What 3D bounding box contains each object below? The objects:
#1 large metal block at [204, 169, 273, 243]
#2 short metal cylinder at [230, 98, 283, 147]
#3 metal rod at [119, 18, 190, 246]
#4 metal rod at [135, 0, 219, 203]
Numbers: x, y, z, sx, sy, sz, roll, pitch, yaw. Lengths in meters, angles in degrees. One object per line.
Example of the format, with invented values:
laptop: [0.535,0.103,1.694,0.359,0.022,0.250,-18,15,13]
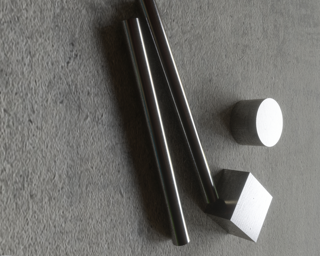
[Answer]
large metal block: [0.127,0.123,0.495,0.080,0.050,0.080,44,63,-31]
short metal cylinder: [0.164,-0.009,0.526,0.081,0.050,0.079,0,90,-40]
metal rod: [-0.004,0.014,0.401,0.025,0.025,0.298,-22,104,-38]
metal rod: [0.028,-0.028,0.428,0.025,0.025,0.298,-31,110,-36]
